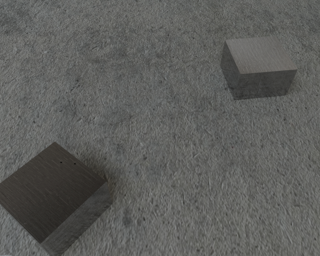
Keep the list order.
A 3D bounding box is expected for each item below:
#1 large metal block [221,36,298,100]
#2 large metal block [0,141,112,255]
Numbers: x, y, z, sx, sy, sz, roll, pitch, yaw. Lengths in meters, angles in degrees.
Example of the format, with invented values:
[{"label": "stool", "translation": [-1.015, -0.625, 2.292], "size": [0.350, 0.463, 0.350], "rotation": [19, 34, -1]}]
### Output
[{"label": "large metal block", "translation": [0.143, -0.091, 0.464], "size": [0.081, 0.050, 0.080], "rotation": [-6, 50, -5]}, {"label": "large metal block", "translation": [-0.110, 0.074, 0.324], "size": [0.080, 0.050, 0.080], "rotation": [32, 57, 24]}]
